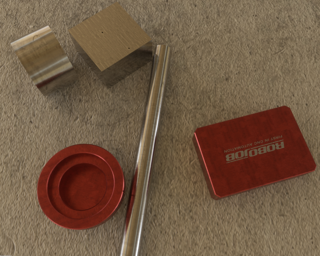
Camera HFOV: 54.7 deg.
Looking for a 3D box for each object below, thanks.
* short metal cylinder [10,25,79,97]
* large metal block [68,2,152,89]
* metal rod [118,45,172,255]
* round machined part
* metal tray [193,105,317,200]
[{"bbox_3d":[-0.150,-0.088,0.409,0.050,0.080,0.080,-31,73,-11],"label":"short metal cylinder"},{"bbox_3d":[-0.067,-0.116,0.436,0.080,0.050,0.080,-36,74,-12],"label":"large metal block"},{"bbox_3d":[-0.017,0.025,0.398,0.025,0.025,0.299,8,70,2],"label":"metal rod"},{"bbox_3d":[-0.090,0.071,0.372,0.099,0.042,0.098,0,70,-1],"label":"round machined part"},{"bbox_3d":[0.117,0.031,0.396,0.131,0.030,0.090,-14,71,-6],"label":"metal tray"}]
